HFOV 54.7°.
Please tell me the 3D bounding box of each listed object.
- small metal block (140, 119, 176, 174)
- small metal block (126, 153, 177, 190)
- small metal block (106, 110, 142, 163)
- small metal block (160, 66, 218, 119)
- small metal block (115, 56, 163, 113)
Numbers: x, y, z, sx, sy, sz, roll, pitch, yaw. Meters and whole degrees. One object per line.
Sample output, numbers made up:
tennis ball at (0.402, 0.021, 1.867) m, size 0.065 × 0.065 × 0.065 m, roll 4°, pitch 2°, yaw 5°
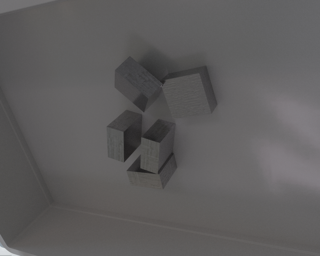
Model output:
small metal block at (-0.002, 0.023, 0.408) m, size 0.025 × 0.050 × 0.050 m, roll 17°, pitch 125°, yaw 19°
small metal block at (-0.010, 0.058, 0.434) m, size 0.050 × 0.050 × 0.025 m, roll 2°, pitch 119°, yaw 27°
small metal block at (-0.048, 0.010, 0.424) m, size 0.025 × 0.050 × 0.050 m, roll 17°, pitch 125°, yaw 19°
small metal block at (0.034, -0.041, 0.365) m, size 0.050 × 0.025 × 0.050 m, roll -7°, pitch 115°, yaw 31°
small metal block at (-0.028, -0.051, 0.375) m, size 0.050 × 0.025 × 0.050 m, roll 41°, pitch 163°, yaw 4°
